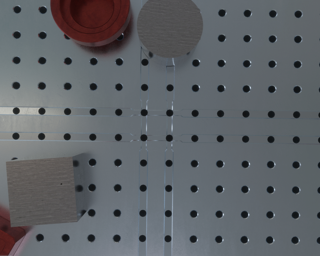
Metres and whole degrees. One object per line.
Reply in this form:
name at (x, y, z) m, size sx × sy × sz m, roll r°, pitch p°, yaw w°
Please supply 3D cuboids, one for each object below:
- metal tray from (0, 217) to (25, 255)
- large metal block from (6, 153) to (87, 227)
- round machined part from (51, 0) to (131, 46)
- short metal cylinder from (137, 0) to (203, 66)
metal tray at (-0.254, 0.176, 0.408) m, size 0.090 × 0.030 × 0.130 m, roll 30°, pitch 90°, yaw 0°
large metal block at (-0.143, 0.077, 0.400) m, size 0.081 × 0.050 × 0.080 m, roll -4°, pitch 90°, yaw 0°
round machined part at (-0.086, -0.155, 0.404) m, size 0.099 × 0.042 × 0.097 m, roll 0°, pitch 90°, yaw 0°
short metal cylinder at (0.012, -0.125, 0.401) m, size 0.081 × 0.050 × 0.079 m, roll 0°, pitch 90°, yaw 0°
